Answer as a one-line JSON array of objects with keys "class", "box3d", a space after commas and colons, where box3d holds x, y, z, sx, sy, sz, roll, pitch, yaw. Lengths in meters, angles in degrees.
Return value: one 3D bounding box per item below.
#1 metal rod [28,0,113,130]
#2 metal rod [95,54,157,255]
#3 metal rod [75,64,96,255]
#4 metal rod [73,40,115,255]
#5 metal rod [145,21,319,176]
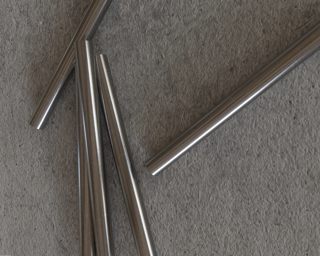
[{"class": "metal rod", "box3d": [-0.112, -0.129, 0.447, 0.025, 0.025, 0.299, 35, 101, 16]}, {"class": "metal rod", "box3d": [-0.050, 0.044, 0.425, 0.025, 0.025, 0.298, -17, 85, 19]}, {"class": "metal rod", "box3d": [-0.106, 0.057, 0.444, 0.025, 0.025, 0.298, -2, 89, 19]}, {"class": "metal rod", "box3d": [-0.089, 0.034, 0.424, 0.025, 0.025, 0.298, -4, 94, 19]}, {"class": "metal rod", "box3d": [0.100, -0.039, 0.373, 0.300, 0.025, 0.025, -40, 78, 15]}]
